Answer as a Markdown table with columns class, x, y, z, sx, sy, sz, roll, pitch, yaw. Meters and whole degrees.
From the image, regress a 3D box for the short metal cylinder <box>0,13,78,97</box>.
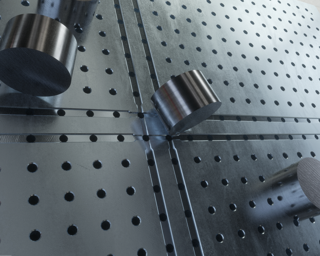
| class | x | y | z | sx | sy | sz | roll | pitch | yaw |
| --- | --- | --- | --- | --- | --- | --- | --- | --- | --- |
| short metal cylinder | -0.137 | -0.079 | 0.348 | 0.081 | 0.080 | 0.050 | 13 | 56 | -21 |

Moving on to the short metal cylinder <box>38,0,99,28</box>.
| class | x | y | z | sx | sy | sz | roll | pitch | yaw |
| --- | --- | --- | --- | --- | --- | --- | --- | --- | --- |
| short metal cylinder | -0.128 | -0.190 | 0.440 | 0.081 | 0.050 | 0.080 | 14 | 56 | -21 |

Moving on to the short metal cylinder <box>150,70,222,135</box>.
| class | x | y | z | sx | sy | sz | roll | pitch | yaw |
| --- | --- | --- | --- | --- | --- | --- | --- | --- | --- |
| short metal cylinder | 0.034 | -0.033 | 0.413 | 0.081 | 0.080 | 0.050 | -20 | 73 | -36 |

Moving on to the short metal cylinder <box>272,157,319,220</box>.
| class | x | y | z | sx | sy | sz | roll | pitch | yaw |
| --- | --- | --- | --- | --- | --- | --- | --- | --- | --- |
| short metal cylinder | 0.214 | 0.090 | 0.456 | 0.081 | 0.050 | 0.080 | 14 | 56 | -21 |
